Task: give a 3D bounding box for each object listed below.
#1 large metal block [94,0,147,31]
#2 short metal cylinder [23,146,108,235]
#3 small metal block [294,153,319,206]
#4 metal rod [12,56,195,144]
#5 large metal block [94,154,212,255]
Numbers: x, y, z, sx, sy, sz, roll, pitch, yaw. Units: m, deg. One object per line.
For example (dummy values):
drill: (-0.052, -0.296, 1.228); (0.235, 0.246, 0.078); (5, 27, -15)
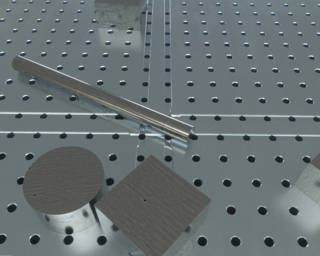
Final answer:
large metal block: (-0.070, -0.230, 0.584); (0.080, 0.050, 0.080); (6, 50, 5)
short metal cylinder: (-0.098, 0.066, 0.334); (0.081, 0.050, 0.080); (0, 50, 0)
small metal block: (0.185, 0.062, 0.342); (0.025, 0.050, 0.050); (-32, 58, -24)
metal rod: (-0.092, -0.047, 0.445); (0.301, 0.025, 0.025); (23, 54, 18)
large metal block: (-0.007, 0.088, 0.318); (0.080, 0.050, 0.080); (35, 58, 25)
